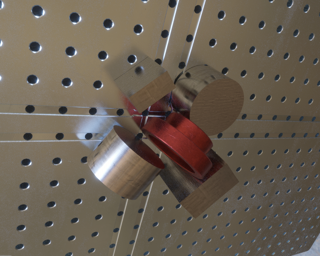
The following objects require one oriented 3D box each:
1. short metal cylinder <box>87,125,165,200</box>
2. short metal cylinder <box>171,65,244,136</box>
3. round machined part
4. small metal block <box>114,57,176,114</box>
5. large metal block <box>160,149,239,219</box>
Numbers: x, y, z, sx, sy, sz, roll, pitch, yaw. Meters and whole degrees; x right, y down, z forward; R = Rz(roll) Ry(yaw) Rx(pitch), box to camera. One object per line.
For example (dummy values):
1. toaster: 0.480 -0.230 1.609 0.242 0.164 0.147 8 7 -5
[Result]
1. short metal cylinder: -0.041 0.041 0.379 0.050 0.080 0.080 -50 129 6
2. short metal cylinder: 0.062 -0.036 0.408 0.081 0.050 0.079 -14 125 -21
3. round machined part: 0.027 0.017 0.392 0.042 0.098 0.098 -50 130 -9
4. small metal block: -0.018 -0.050 0.355 0.050 0.050 0.025 -36 130 -5
5. large metal block: 0.051 0.067 0.448 0.080 0.080 0.050 -40 130 -2
